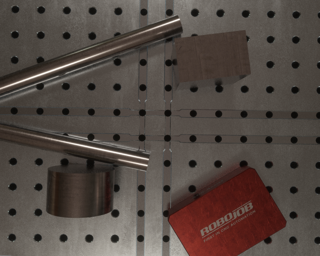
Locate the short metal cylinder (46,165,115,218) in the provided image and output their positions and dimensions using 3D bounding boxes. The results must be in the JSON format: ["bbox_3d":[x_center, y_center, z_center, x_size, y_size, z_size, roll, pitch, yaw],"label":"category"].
[{"bbox_3d":[-0.098,0.075,0.385,0.081,0.080,0.050,2,90,-1],"label":"short metal cylinder"}]

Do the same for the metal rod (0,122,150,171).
[{"bbox_3d":[-0.163,0.015,0.411,0.302,0.025,0.025,12,90,-1],"label":"metal rod"}]

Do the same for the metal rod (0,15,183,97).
[{"bbox_3d":[-0.116,-0.088,0.411,0.302,0.025,0.025,-20,90,-1],"label":"metal rod"}]

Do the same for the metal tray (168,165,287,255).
[{"bbox_3d":[0.087,0.120,0.412,0.130,0.030,0.090,-31,90,-1],"label":"metal tray"}]

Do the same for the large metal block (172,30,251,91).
[{"bbox_3d":[0.059,-0.081,0.387,0.081,0.080,0.050,-7,90,0],"label":"large metal block"}]
